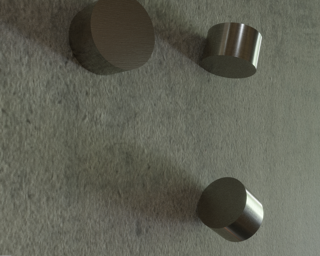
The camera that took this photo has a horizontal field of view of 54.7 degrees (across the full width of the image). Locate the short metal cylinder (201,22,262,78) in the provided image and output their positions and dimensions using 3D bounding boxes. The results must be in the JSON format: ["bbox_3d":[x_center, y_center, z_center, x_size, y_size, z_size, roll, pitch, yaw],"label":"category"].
[{"bbox_3d":[0.106,-0.113,0.460,0.080,0.080,0.050,21,77,-38],"label":"short metal cylinder"}]

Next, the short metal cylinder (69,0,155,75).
[{"bbox_3d":[-0.053,-0.102,0.345,0.081,0.050,0.079,0,90,-40],"label":"short metal cylinder"}]

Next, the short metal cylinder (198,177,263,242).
[{"bbox_3d":[0.104,0.120,0.459,0.050,0.080,0.080,43,64,-32],"label":"short metal cylinder"}]
